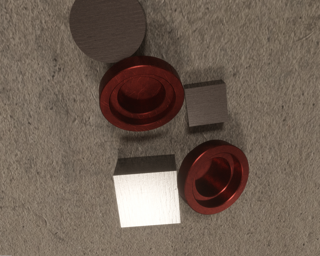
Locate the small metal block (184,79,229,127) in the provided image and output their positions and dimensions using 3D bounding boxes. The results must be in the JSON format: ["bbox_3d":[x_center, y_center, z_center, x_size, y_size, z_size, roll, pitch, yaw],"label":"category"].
[{"bbox_3d":[0.059,-0.032,0.399,0.050,0.025,0.050,-8,110,2],"label":"small metal block"}]

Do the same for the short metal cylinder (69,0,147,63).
[{"bbox_3d":[-0.056,-0.118,0.352,0.081,0.050,0.079,0,110,-1],"label":"short metal cylinder"}]

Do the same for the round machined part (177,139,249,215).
[{"bbox_3d":[0.066,0.061,0.412,0.099,0.042,0.097,-8,110,-24],"label":"round machined part"}]

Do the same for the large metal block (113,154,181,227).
[{"bbox_3d":[-0.016,0.086,0.428,0.081,0.050,0.079,-5,110,1],"label":"large metal block"}]

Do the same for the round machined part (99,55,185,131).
[{"bbox_3d":[-0.023,-0.045,0.371,0.099,0.042,0.097,-7,135,-7],"label":"round machined part"}]
